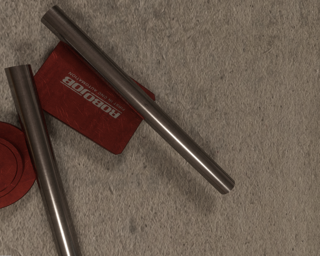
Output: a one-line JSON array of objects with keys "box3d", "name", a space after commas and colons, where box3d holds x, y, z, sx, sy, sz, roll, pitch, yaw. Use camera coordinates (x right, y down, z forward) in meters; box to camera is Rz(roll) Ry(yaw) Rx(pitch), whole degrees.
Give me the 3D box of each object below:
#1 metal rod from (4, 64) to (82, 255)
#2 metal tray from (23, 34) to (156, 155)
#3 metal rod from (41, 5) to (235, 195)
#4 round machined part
[{"box3d": [-0.118, 0.080, 0.347, 0.025, 0.025, 0.298, -15, 102, -20], "name": "metal rod"}, {"box3d": [-0.083, -0.038, 0.376, 0.130, 0.030, 0.090, 35, 79, -17], "name": "metal tray"}, {"box3d": [-0.015, -0.022, 0.372, 0.300, 0.025, 0.025, 44, 76, -15], "name": "metal rod"}, {"box3d": [-0.183, 0.040, 0.333, 0.099, 0.042, 0.097, 0, 90, -21], "name": "round machined part"}]
